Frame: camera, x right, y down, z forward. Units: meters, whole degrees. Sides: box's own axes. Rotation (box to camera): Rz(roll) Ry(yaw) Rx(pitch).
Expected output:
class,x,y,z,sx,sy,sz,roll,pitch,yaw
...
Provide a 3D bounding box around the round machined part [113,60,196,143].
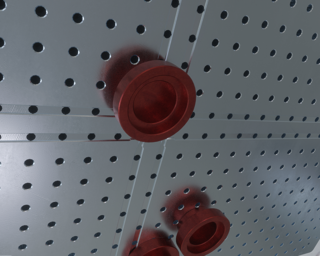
class,x,y,z,sx,sy,sz,roll,pitch,yaw
round machined part,-0.010,-0.035,0.373,0.099,0.042,0.097,-14,124,-21

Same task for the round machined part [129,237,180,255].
class,x,y,z,sx,sy,sz,roll,pitch,yaw
round machined part,-0.009,0.244,0.546,0.099,0.042,0.097,-14,124,-21

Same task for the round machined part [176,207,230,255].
class,x,y,z,sx,sy,sz,roll,pitch,yaw
round machined part,0.072,0.179,0.549,0.099,0.042,0.097,-14,124,-21
